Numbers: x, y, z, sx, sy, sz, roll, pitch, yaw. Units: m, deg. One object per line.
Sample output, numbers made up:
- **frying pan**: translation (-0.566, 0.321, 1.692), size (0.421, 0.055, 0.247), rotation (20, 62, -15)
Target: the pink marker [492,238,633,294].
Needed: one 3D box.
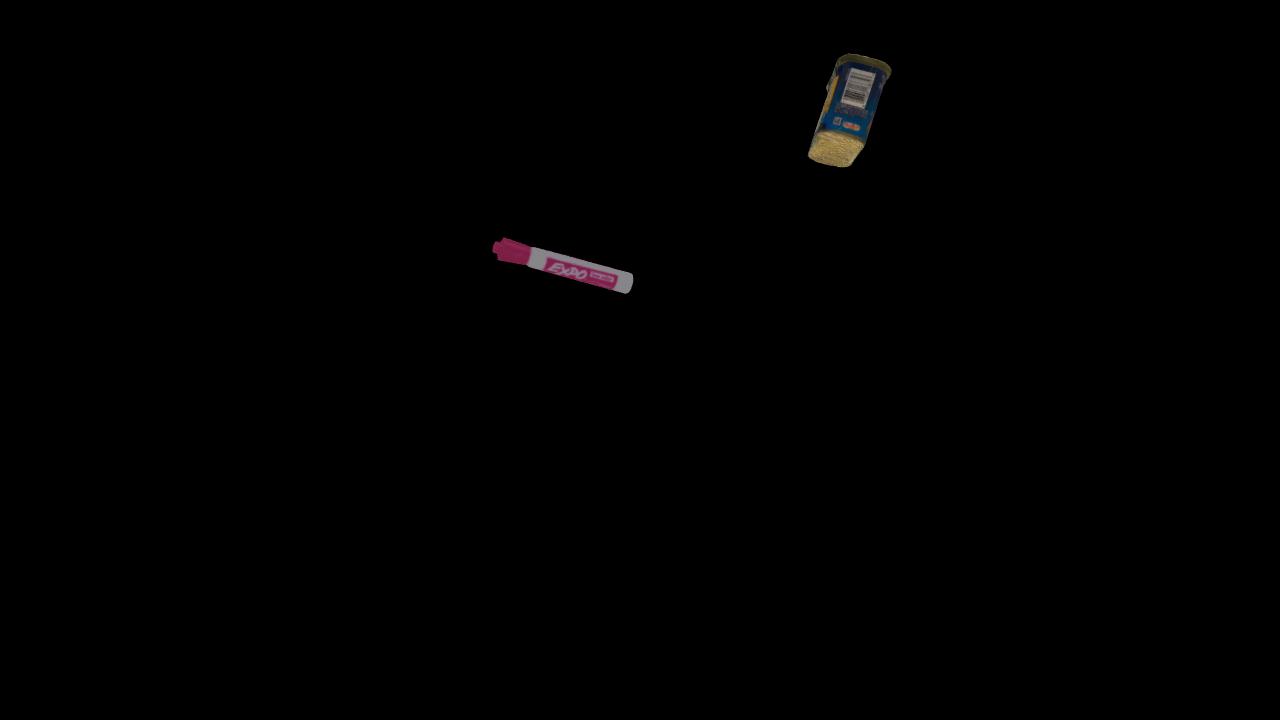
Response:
- **pink marker**: translation (-0.063, -0.079, 0.514), size (0.121, 0.020, 0.020), rotation (12, -5, -26)

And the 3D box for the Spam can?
- **Spam can**: translation (0.230, -0.273, 0.687), size (0.058, 0.085, 0.101), rotation (18, 2, 7)
